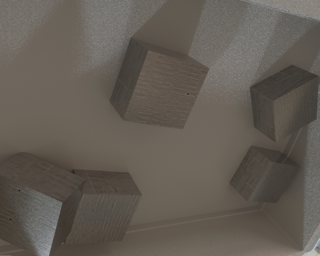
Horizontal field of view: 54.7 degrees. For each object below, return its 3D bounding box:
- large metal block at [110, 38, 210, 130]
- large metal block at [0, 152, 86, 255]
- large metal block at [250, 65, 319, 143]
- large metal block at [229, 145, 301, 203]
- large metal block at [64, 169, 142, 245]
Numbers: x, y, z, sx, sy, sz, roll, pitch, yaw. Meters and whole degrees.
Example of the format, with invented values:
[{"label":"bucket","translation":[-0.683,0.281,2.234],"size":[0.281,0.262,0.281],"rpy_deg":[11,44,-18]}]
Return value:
[{"label":"large metal block","translation":[-0.002,-0.049,0.360],"size":[0.081,0.050,0.079],"rpy_deg":[9,114,-32]},{"label":"large metal block","translation":[-0.139,0.085,0.343],"size":[0.080,0.050,0.079],"rpy_deg":[22,112,6]},{"label":"large metal block","translation":[0.189,-0.037,0.473],"size":[0.080,0.050,0.080],"rpy_deg":[-28,128,-11]},{"label":"large metal block","translation":[0.183,0.082,0.543],"size":[0.081,0.050,0.079],"rpy_deg":[12,112,-33]},{"label":"large metal block","translation":[-0.081,0.104,0.412],"size":[0.081,0.050,0.079],"rpy_deg":[10,114,-33]}]
